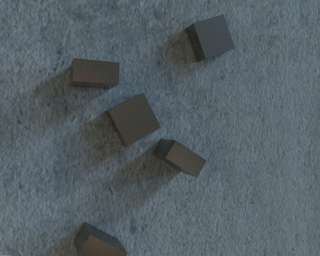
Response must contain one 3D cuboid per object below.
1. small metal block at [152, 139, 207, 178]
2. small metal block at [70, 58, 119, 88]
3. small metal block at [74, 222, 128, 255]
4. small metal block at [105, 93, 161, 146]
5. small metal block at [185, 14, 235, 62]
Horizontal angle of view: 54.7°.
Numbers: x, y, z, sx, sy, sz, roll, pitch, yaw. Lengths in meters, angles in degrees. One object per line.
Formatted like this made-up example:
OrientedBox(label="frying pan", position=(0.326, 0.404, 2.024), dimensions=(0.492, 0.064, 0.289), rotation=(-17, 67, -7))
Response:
OrientedBox(label="small metal block", position=(0.024, 0.038, 0.406), dimensions=(0.050, 0.050, 0.025), rotation=(33, 79, -17))
OrientedBox(label="small metal block", position=(-0.079, -0.063, 0.367), dimensions=(0.050, 0.050, 0.025), rotation=(1, 90, -20))
OrientedBox(label="small metal block", position=(-0.072, 0.142, 0.370), dimensions=(0.050, 0.050, 0.025), rotation=(34, 79, -17))
OrientedBox(label="small metal block", position=(-0.035, -0.011, 0.397), dimensions=(0.050, 0.025, 0.050), rotation=(-29, 100, -18))
OrientedBox(label="small metal block", position=(0.071, -0.126, 0.436), dimensions=(0.050, 0.025, 0.050), rotation=(-23, 98, -19))
